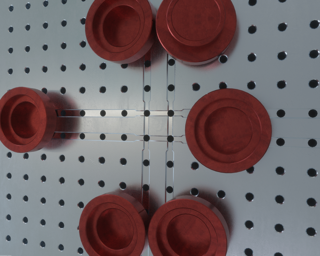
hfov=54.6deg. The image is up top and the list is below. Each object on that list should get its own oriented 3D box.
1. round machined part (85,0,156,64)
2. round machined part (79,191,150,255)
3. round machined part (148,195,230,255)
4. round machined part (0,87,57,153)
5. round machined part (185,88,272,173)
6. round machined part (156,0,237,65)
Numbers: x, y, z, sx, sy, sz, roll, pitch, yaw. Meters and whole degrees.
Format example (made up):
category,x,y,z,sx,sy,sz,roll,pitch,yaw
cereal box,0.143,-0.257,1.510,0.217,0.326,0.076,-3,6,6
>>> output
category,x,y,z,sx,sy,sz,roll,pitch,yaw
round machined part,-0.048,-0.136,0.421,0.098,0.042,0.097,0,90,20
round machined part,-0.057,0.135,0.424,0.098,0.042,0.097,0,90,20
round machined part,0.038,0.133,0.390,0.098,0.042,0.097,0,90,20
round machined part,-0.199,-0.012,0.475,0.098,0.042,0.097,0,90,20
round machined part,0.083,0.003,0.374,0.098,0.042,0.097,0,90,20
round machined part,0.043,-0.129,0.377,0.098,0.042,0.097,0,92,6
